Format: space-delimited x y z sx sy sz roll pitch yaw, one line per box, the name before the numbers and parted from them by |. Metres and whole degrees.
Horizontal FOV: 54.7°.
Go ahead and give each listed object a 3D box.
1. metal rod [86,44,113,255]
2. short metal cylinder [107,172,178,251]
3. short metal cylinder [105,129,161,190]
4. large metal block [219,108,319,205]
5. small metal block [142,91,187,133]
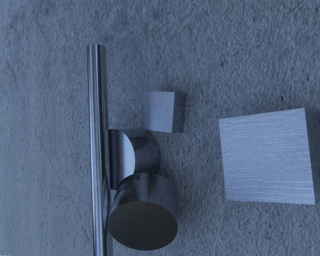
metal rod | -0.078 0.043 0.401 0.025 0.025 0.298 -4 87 39
short metal cylinder | -0.018 0.101 0.375 0.080 0.050 0.079 2 120 3
short metal cylinder | -0.045 0.041 0.424 0.080 0.050 0.079 0 90 39
large metal block | 0.108 0.027 0.298 0.080 0.050 0.080 -8 85 39
small metal block | 0.005 -0.021 0.399 0.050 0.025 0.050 7 94 39
